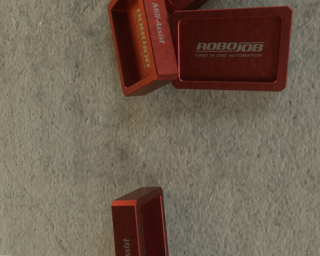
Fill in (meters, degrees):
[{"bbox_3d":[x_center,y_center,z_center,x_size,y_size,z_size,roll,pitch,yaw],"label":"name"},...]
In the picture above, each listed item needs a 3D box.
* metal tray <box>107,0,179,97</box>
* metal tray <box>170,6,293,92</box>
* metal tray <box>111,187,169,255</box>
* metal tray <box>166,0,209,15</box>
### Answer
[{"bbox_3d":[-0.025,-0.112,0.387,0.090,0.030,0.129,-16,83,57],"label":"metal tray"},{"bbox_3d":[0.080,-0.091,0.361,0.130,0.030,0.089,4,108,17],"label":"metal tray"},{"bbox_3d":[-0.020,0.144,0.380,0.030,0.090,0.129,-6,88,20],"label":"metal tray"},{"bbox_3d":[0.046,-0.210,0.389,0.130,0.030,0.090,-37,79,15],"label":"metal tray"}]
